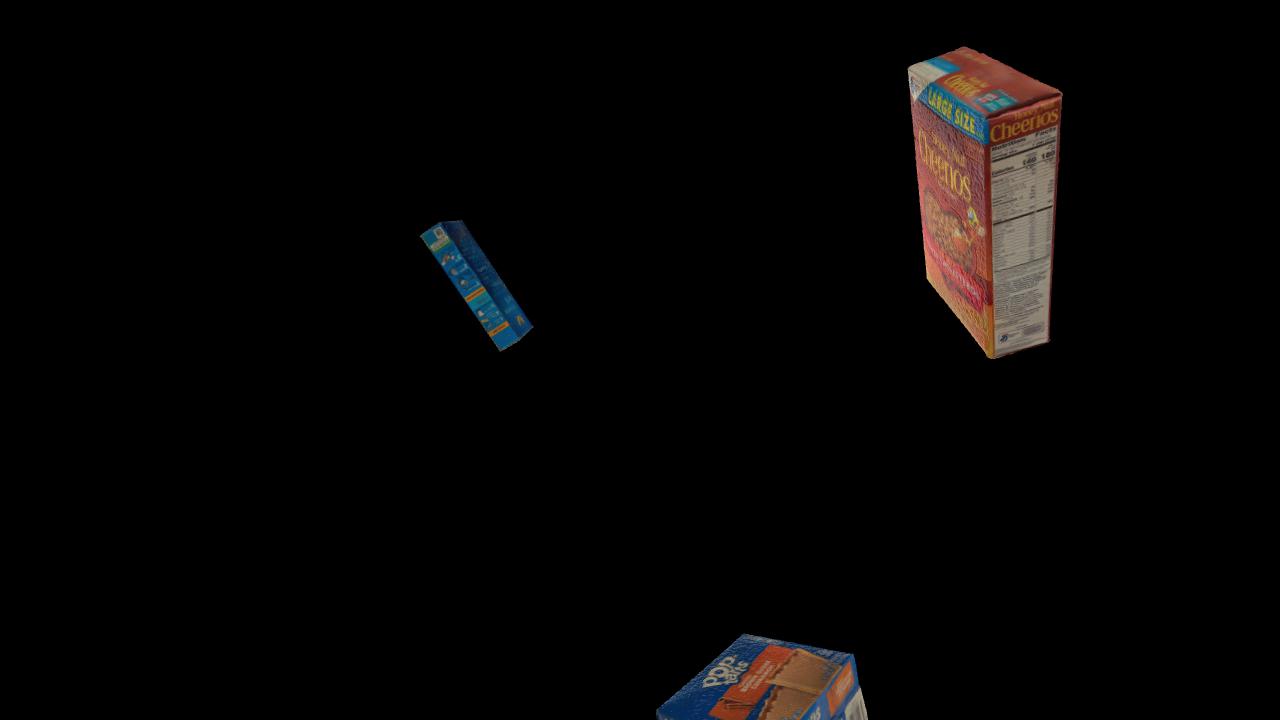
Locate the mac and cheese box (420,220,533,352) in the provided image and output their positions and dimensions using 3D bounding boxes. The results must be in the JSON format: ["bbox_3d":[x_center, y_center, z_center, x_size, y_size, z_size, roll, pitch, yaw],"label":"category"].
[{"bbox_3d":[-0.223,-0.106,0.858,0.041,0.184,0.093,-31,11,8],"label":"mac and cheese box"}]

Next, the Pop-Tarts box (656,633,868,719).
[{"bbox_3d":[0.128,0.365,0.629,0.141,0.083,0.167,-12,0,43],"label":"Pop-Tarts box"}]

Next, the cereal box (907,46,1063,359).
[{"bbox_3d":[0.394,-0.181,0.717,0.081,0.306,0.203,-18,37,12],"label":"cereal box"}]
